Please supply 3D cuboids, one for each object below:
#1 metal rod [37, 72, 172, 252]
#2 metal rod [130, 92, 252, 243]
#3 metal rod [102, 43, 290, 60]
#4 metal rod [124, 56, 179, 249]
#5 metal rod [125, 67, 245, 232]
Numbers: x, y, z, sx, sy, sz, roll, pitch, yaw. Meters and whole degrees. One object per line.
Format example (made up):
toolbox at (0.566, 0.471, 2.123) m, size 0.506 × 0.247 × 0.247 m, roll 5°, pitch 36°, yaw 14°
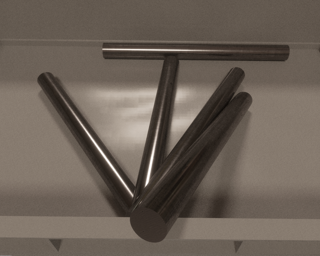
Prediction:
metal rod at (-0.085, 0.021, 0.386) m, size 0.025 × 0.025 × 0.300 m, roll -28°, pitch 56°, yaw -22°
metal rod at (0.056, 0.010, 0.315) m, size 0.025 × 0.025 × 0.302 m, roll 22°, pitch 28°, yaw 17°
metal rod at (0.058, -0.126, 0.511) m, size 0.302 × 0.025 × 0.025 m, roll 1°, pitch 50°, yaw 0°
metal rod at (-0.001, -0.001, 0.386) m, size 0.025 × 0.025 × 0.300 m, roll 6°, pitch 44°, yaw 5°
metal rod at (0.050, -0.001, 0.370) m, size 0.025 × 0.025 × 0.301 m, roll 22°, pitch 42°, yaw 17°
